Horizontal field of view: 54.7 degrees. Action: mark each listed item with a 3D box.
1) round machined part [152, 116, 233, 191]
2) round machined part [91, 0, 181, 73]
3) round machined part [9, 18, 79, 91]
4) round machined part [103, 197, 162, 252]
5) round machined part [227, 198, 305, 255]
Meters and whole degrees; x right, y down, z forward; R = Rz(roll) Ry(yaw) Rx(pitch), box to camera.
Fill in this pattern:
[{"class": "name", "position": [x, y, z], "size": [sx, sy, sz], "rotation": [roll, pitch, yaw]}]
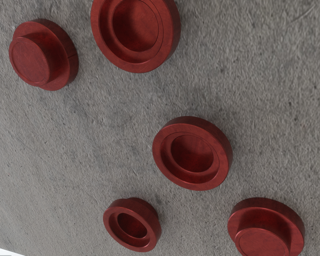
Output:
[{"class": "round machined part", "position": [0.043, 0.028, 0.390], "size": [0.098, 0.042, 0.097], "rotation": [13, 124, 21]}, {"class": "round machined part", "position": [-0.022, -0.113, 0.338], "size": [0.098, 0.042, 0.097], "rotation": [13, 124, 21]}, {"class": "round machined part", "position": [-0.165, -0.095, 0.424], "size": [0.098, 0.042, 0.097], "rotation": [13, 124, 21]}, {"class": "round machined part", "position": [-0.042, 0.155, 0.514], "size": [0.098, 0.042, 0.097], "rotation": [13, 124, 21]}, {"class": "round machined part", "position": [0.138, 0.144, 0.412], "size": [0.098, 0.042, 0.097], "rotation": [13, 124, 21]}]
